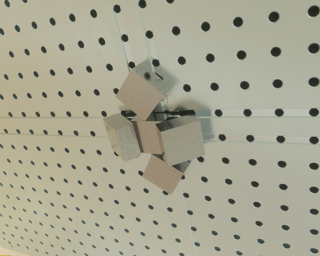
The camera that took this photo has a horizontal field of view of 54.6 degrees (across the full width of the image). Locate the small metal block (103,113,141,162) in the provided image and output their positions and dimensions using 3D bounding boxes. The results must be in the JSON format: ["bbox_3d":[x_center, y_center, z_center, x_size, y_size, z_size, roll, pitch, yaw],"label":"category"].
[{"bbox_3d":[-0.053,0.012,0.431,0.050,0.025,0.050,34,143,55],"label":"small metal block"}]

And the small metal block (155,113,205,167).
[{"bbox_3d":[0.026,0.015,0.389,0.050,0.025,0.050,-16,116,-9],"label":"small metal block"}]

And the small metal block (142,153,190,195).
[{"bbox_3d":[0.008,0.060,0.444,0.050,0.025,0.050,31,129,10],"label":"small metal block"}]

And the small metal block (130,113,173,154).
[{"bbox_3d":[-0.007,0.007,0.419,0.050,0.025,0.050,1,118,27],"label":"small metal block"}]

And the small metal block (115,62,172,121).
[{"bbox_3d":[-0.021,-0.046,0.395,0.050,0.025,0.050,40,129,2],"label":"small metal block"}]
